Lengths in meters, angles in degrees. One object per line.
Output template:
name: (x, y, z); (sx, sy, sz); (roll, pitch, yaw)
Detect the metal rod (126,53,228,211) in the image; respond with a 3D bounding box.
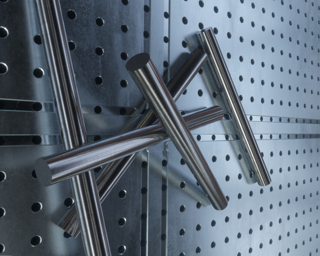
metal rod: (0.038, 0.029, 0.390); (0.025, 0.025, 0.299); (-58, 139, -24)

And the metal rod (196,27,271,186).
metal rod: (0.130, -0.024, 0.521); (0.025, 0.025, 0.299); (-42, 116, -32)

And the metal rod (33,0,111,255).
metal rod: (-0.088, 0.007, 0.315); (0.025, 0.025, 0.298); (-12, 92, -40)

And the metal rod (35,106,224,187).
metal rod: (-0.004, 0.007, 0.372); (0.302, 0.025, 0.025); (-18, 102, -50)

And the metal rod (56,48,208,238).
metal rod: (-0.020, 0.001, 0.394); (0.025, 0.025, 0.301); (51, 60, -28)
